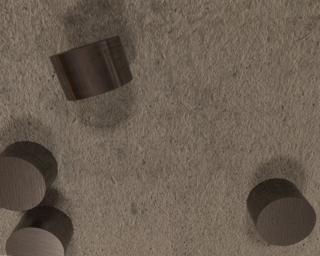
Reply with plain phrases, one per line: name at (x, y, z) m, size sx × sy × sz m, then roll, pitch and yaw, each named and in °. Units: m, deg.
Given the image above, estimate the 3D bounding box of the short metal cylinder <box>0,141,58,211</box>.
short metal cylinder at (-0.186, 0.064, 0.417) m, size 0.081 × 0.050 × 0.079 m, roll 0°, pitch 110°, yaw -1°

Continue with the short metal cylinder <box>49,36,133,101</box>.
short metal cylinder at (-0.077, -0.069, 0.354) m, size 0.080 × 0.080 × 0.050 m, roll -15°, pitch 110°, yaw 5°

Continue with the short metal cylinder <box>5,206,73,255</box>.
short metal cylinder at (-0.174, 0.163, 0.454) m, size 0.081 × 0.050 × 0.079 m, roll 0°, pitch 110°, yaw -1°

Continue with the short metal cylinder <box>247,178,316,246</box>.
short metal cylinder at (0.171, 0.119, 0.443) m, size 0.081 × 0.050 × 0.079 m, roll 0°, pitch 110°, yaw -1°
